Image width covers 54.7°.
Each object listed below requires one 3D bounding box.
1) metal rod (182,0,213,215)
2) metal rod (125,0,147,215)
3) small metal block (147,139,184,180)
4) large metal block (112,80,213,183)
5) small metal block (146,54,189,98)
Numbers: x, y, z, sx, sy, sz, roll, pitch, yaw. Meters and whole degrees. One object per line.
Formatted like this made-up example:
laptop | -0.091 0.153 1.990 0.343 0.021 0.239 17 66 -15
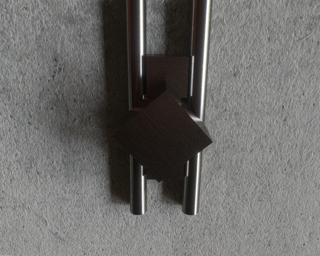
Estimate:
metal rod | 0.047 -0.018 0.405 0.025 0.025 0.298 0 110 -1
metal rod | -0.030 -0.019 0.404 0.025 0.025 0.298 0 110 -1
small metal block | 0.007 0.043 0.426 0.050 0.025 0.050 1 110 -1
large metal block | 0.003 0.004 0.370 0.080 0.050 0.080 -39 106 13
small metal block | 0.009 -0.065 0.386 0.050 0.025 0.050 1 110 -1
